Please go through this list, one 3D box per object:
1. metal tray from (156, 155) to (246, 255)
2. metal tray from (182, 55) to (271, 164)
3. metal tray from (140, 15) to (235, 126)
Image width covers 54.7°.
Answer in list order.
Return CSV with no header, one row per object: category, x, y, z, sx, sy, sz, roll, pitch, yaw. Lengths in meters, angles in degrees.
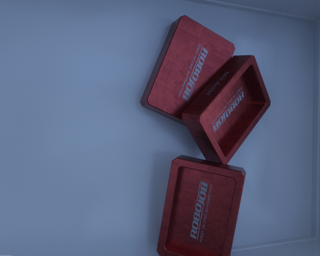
metal tray,0.052,0.107,0.394,0.090,0.030,0.129,11,95,16
metal tray,0.095,-0.026,0.418,0.130,0.030,0.090,-48,125,-23
metal tray,0.039,-0.073,0.424,0.090,0.030,0.130,24,82,-19
